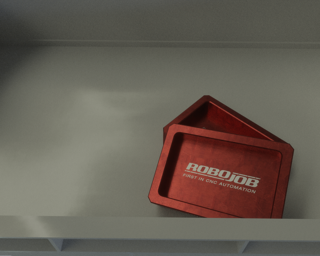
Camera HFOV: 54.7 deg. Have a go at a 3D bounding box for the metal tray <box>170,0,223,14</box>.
[{"bbox_3d":[0.085,-0.241,0.562,0.091,0.030,0.130,-21,19,-17],"label":"metal tray"}]

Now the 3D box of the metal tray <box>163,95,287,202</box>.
[{"bbox_3d":[0.079,0.021,0.384,0.130,0.030,0.090,36,59,26],"label":"metal tray"}]

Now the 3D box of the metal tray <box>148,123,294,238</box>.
[{"bbox_3d":[0.062,0.051,0.323,0.130,0.030,0.090,11,73,21],"label":"metal tray"}]
